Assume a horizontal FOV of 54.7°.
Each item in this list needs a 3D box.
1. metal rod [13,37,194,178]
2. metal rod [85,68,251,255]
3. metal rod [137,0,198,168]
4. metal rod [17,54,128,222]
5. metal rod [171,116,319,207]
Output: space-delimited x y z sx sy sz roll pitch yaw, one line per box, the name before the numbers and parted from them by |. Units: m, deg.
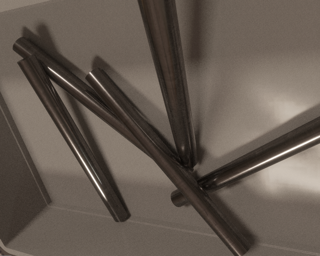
metal rod | -0.079 -0.026 0.432 0.300 0.025 0.025 38 129 2
metal rod | 0.008 0.042 0.402 0.300 0.025 0.025 49 129 3
metal rod | 0.014 -0.036 0.291 0.025 0.025 0.299 15 152 19
metal rod | -0.122 0.031 0.471 0.025 0.025 0.299 -7 121 31
metal rod | 0.120 0.036 0.366 0.025 0.025 0.299 49 128 -6
